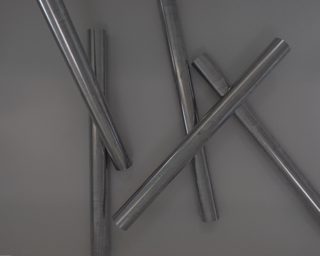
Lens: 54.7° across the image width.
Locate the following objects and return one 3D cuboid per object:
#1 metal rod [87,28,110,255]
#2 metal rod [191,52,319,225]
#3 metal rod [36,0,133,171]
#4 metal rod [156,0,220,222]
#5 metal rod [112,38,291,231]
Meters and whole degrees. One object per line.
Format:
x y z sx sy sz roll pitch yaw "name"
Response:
-0.081 0.021 0.410 0.025 0.025 0.298 -1 90 0 "metal rod"
0.145 0.024 0.412 0.025 0.025 0.300 -39 90 0 "metal rod"
-0.093 -0.076 0.347 0.025 0.025 0.299 -20 116 0 "metal rod"
0.037 -0.025 0.411 0.025 0.025 0.298 -12 90 0 "metal rod"
0.051 0.008 0.385 0.025 0.025 0.300 42 90 0 "metal rod"
